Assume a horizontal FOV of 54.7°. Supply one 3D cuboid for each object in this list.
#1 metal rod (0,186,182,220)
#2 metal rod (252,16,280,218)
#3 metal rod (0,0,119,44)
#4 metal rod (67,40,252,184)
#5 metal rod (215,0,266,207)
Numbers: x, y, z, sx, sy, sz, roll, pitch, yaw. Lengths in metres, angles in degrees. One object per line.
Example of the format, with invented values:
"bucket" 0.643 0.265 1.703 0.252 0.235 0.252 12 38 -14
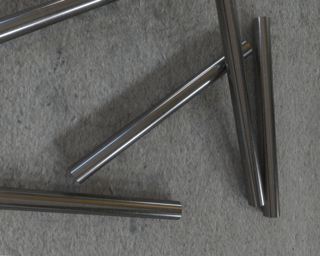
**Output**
"metal rod" -0.115 0.088 0.366 0.302 0.025 0.025 10 87 -20
"metal rod" 0.161 -0.015 0.470 0.025 0.025 0.298 -4 92 -20
"metal rod" -0.129 -0.134 0.361 0.302 0.025 0.025 -29 100 -18
"metal rod" 0.011 -0.030 0.414 0.301 0.025 0.025 -37 103 -16
"metal rod" 0.115 -0.030 0.433 0.025 0.025 0.298 -17 103 -20
